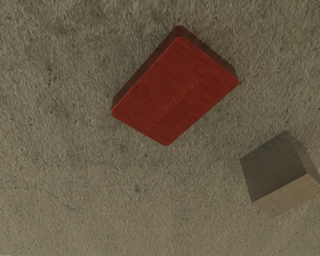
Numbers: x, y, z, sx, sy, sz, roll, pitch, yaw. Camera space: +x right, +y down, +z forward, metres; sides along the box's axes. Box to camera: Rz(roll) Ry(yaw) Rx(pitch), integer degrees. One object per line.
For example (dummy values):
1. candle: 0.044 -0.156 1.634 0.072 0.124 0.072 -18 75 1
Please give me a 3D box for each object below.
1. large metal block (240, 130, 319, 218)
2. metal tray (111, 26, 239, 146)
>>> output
1. large metal block: 0.165 0.063 0.427 0.050 0.080 0.080 36 121 -27
2. metal tray: 0.014 -0.043 0.368 0.090 0.030 0.129 31 123 -24
